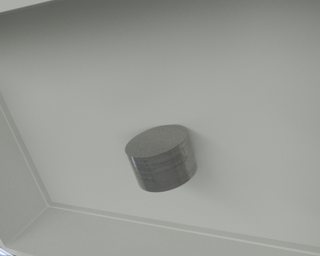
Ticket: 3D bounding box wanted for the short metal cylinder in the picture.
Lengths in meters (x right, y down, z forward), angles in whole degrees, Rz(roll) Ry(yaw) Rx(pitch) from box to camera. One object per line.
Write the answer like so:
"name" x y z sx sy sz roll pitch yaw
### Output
"short metal cylinder" 0.002 0.036 0.393 0.080 0.080 0.050 -5 116 30
